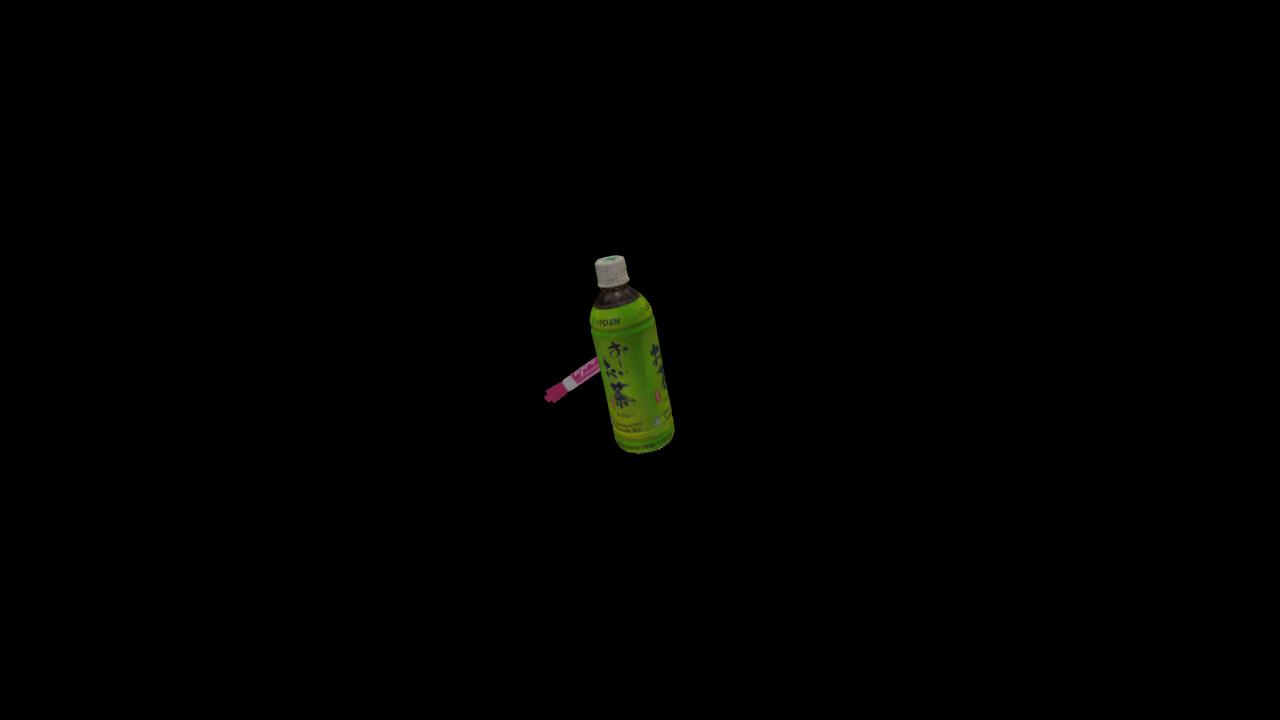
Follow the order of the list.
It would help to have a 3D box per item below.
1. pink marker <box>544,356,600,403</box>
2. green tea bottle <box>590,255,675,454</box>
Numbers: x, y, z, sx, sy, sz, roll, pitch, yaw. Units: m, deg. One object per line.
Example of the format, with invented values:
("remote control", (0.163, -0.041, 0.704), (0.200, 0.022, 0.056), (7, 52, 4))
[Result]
("pink marker", (-0.066, 0.015, 0.761), (0.121, 0.020, 0.020), (-35, 3, -5))
("green tea bottle", (-0.013, -0.005, 0.653), (0.073, 0.212, 0.073), (-11, 23, 5))
